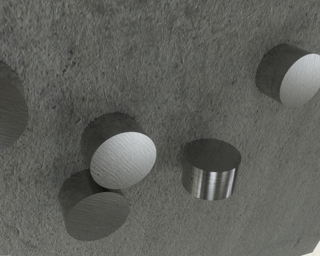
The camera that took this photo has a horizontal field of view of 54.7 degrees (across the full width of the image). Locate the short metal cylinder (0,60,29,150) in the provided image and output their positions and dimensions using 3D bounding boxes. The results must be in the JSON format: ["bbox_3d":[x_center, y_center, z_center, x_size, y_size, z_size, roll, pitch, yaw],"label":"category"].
[{"bbox_3d":[-0.167,-0.022,0.285,0.081,0.050,0.079,-14,124,-21],"label":"short metal cylinder"}]

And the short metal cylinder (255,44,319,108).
[{"bbox_3d":[0.187,-0.075,0.446,0.081,0.050,0.079,-14,124,-21],"label":"short metal cylinder"}]

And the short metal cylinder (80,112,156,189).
[{"bbox_3d":[-0.052,0.027,0.379,0.081,0.050,0.079,-14,124,-21],"label":"short metal cylinder"}]

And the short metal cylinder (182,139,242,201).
[{"bbox_3d":[0.073,0.058,0.446,0.081,0.080,0.050,-12,124,-22],"label":"short metal cylinder"}]

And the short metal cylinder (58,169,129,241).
[{"bbox_3d":[-0.087,0.100,0.405,0.081,0.050,0.079,-14,124,-21],"label":"short metal cylinder"}]
